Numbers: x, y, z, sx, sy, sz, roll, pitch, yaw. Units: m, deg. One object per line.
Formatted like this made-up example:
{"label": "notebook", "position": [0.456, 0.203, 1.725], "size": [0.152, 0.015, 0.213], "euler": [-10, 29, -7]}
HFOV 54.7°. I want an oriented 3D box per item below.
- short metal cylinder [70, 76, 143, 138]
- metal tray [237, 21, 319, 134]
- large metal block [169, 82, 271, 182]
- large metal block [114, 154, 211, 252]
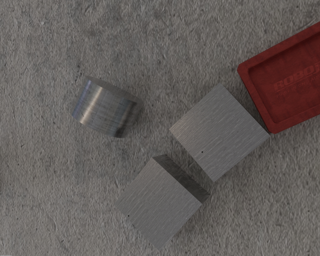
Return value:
{"label": "short metal cylinder", "position": [-0.069, -0.028, 0.404], "size": [0.080, 0.080, 0.050], "euler": [30, 100, 17]}
{"label": "metal tray", "position": [0.166, -0.059, 0.347], "size": [0.130, 0.030, 0.090], "euler": [-27, 81, 17]}
{"label": "large metal block", "position": [0.072, 0.005, 0.370], "size": [0.080, 0.050, 0.080], "euler": [-43, 77, 15]}
{"label": "large metal block", "position": [0.004, 0.091, 0.394], "size": [0.080, 0.050, 0.080], "euler": [42, 103, 15]}
